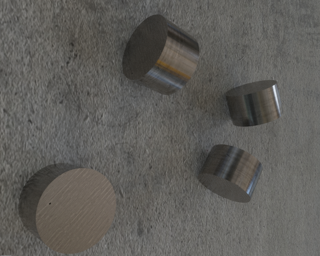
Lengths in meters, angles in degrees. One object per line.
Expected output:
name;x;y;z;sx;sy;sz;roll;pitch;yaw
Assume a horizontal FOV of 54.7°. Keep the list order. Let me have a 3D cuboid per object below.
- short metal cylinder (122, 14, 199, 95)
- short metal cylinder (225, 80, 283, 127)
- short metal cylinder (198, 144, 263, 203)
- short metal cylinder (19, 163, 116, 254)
short metal cylinder;0.000;-0.085;0.368;0.050;0.080;0.080;21;77;-38
short metal cylinder;0.150;-0.040;0.494;0.081;0.080;0.050;-28;108;-36
short metal cylinder;0.103;0.067;0.455;0.080;0.080;0.050;45;63;-31
short metal cylinder;-0.092;0.078;0.311;0.081;0.050;0.080;0;90;-40
